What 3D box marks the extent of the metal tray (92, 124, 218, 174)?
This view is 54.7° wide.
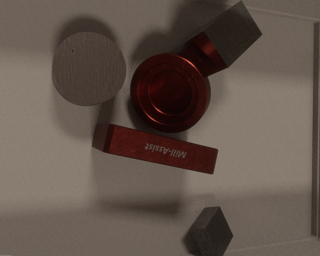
[{"bbox_3d":[-0.009,0.024,0.373,0.131,0.090,0.030,14,86,-20],"label":"metal tray"}]

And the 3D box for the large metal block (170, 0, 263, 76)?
[{"bbox_3d":[0.069,-0.107,0.400,0.080,0.080,0.050,-44,105,-28],"label":"large metal block"}]

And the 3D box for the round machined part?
[{"bbox_3d":[0.016,-0.046,0.390,0.098,0.042,0.097,7,111,19],"label":"round machined part"}]

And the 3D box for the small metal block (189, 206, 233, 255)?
[{"bbox_3d":[0.072,0.144,0.426,0.050,0.025,0.050,-36,104,-51],"label":"small metal block"}]

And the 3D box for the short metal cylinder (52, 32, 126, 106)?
[{"bbox_3d":[-0.085,-0.067,0.366,0.081,0.050,0.079,0,90,-21],"label":"short metal cylinder"}]
